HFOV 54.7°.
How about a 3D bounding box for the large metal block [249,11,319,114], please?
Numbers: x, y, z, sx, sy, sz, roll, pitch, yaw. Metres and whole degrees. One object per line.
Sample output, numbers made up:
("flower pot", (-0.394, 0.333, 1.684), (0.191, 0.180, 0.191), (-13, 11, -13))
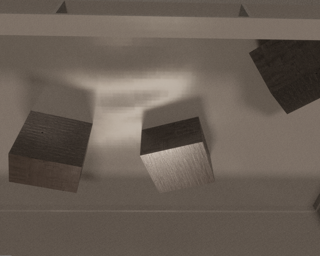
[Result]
("large metal block", (0.150, -0.064, 0.319), (0.080, 0.050, 0.080), (-30, 153, 23))

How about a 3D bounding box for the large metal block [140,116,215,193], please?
("large metal block", (0.025, 0.038, 0.426), (0.080, 0.050, 0.080), (-14, 129, 11))

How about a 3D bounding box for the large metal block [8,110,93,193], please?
("large metal block", (-0.137, 0.029, 0.396), (0.081, 0.080, 0.050), (13, 129, -11))
